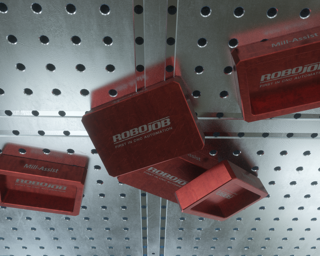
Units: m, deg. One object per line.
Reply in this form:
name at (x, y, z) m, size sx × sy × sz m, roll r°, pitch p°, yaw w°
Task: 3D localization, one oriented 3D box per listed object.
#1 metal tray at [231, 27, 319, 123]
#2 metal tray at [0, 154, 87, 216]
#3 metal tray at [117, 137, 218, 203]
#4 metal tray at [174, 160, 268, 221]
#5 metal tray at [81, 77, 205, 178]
metal tray at (0.156, -0.061, 0.358) m, size 0.131 × 0.030 × 0.090 m, roll -13°, pitch 129°, yaw 10°
metal tray at (-0.186, 0.092, 0.483) m, size 0.131 × 0.030 × 0.089 m, roll 11°, pitch 129°, yaw -10°
metal tray at (0.014, 0.065, 0.464) m, size 0.131 × 0.030 × 0.090 m, roll 25°, pitch 125°, yaw -21°
metal tray at (0.094, 0.097, 0.457) m, size 0.090 × 0.030 × 0.130 m, roll -38°, pitch 142°, yaw 20°
metal tray at (-0.020, 0.001, 0.388) m, size 0.130 × 0.030 × 0.090 m, roll -19°, pitch 105°, yaw 15°
